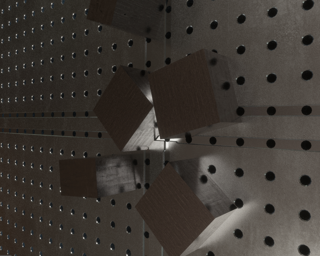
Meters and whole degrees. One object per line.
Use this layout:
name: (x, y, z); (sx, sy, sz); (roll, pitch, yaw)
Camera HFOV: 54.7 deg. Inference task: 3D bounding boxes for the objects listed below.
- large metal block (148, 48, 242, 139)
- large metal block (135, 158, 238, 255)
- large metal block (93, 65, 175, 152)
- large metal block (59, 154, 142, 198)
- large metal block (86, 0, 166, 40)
large metal block: (0.039, -0.035, 0.360); (0.080, 0.050, 0.080); (-18, 79, 38)
large metal block: (0.028, 0.095, 0.368); (0.080, 0.050, 0.080); (49, 119, 28)
large metal block: (-0.035, -0.025, 0.420); (0.080, 0.050, 0.080); (52, 120, 27)
large metal block: (-0.084, 0.066, 0.440); (0.080, 0.081, 0.050); (-7, 86, 39)
large metal block: (-0.039, -0.168, 0.404); (0.050, 0.081, 0.079); (27, 107, 36)
